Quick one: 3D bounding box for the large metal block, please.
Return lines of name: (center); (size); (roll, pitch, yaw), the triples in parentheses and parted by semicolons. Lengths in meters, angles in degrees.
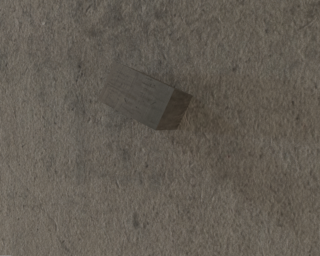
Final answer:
large metal block: (-0.015, -0.037, 0.385); (0.080, 0.080, 0.050); (27, 99, 18)
